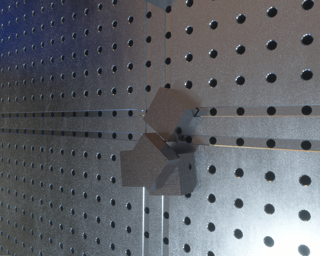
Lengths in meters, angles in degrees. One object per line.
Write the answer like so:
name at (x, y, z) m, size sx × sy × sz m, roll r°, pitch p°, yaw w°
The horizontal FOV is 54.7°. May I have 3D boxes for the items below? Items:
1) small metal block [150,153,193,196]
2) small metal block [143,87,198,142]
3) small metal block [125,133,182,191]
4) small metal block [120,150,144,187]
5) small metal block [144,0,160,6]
small metal block at (0.012, 0.060, 0.398) m, size 0.050 × 0.025 × 0.050 m, roll -9°, pitch 84°, yaw 38°
small metal block at (0.012, -0.017, 0.398) m, size 0.050 × 0.025 × 0.050 m, roll 43°, pitch 116°, yaw 31°
small metal block at (-0.009, 0.041, 0.383) m, size 0.050 × 0.025 × 0.050 m, roll 46°, pitch 117°, yaw 30°
small metal block at (-0.028, 0.055, 0.430) m, size 0.050 × 0.025 × 0.050 m, roll -7°, pitch 85°, yaw 39°
small metal block at (-0.010, -0.204, 0.416) m, size 0.050 × 0.025 × 0.050 m, roll -46°, pitch 63°, yaw 30°
